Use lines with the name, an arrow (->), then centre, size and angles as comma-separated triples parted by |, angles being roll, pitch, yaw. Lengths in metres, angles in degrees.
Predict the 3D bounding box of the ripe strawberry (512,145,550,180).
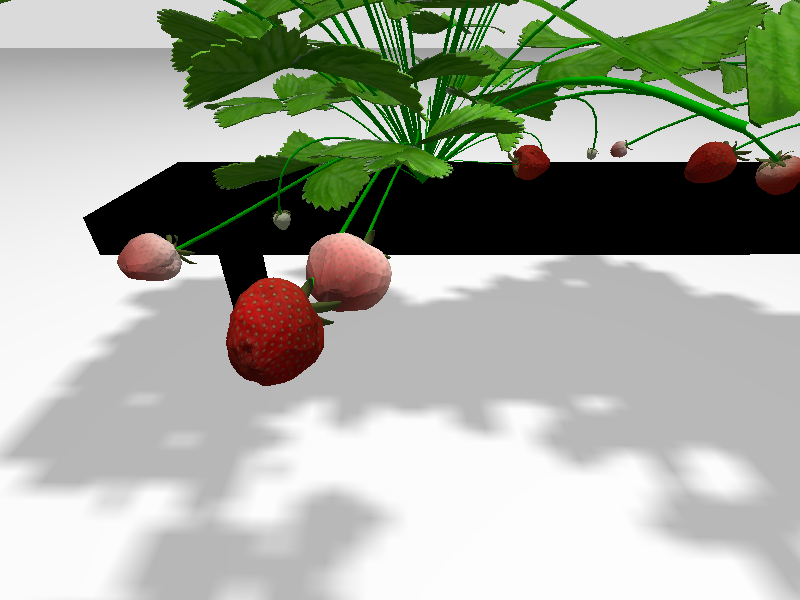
ripe strawberry -> 0.115, -0.120, 0.350 | 0.030, 0.029, 0.033 | -2, 34, -4

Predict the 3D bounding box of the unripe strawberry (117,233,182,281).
unripe strawberry -> -0.129, -0.020, 0.204 | 0.028, 0.026, 0.026 | 26, 42, 33

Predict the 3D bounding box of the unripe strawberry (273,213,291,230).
unripe strawberry -> -0.074, -0.050, 0.253 | 0.011, 0.011, 0.011 | 25, 41, 32

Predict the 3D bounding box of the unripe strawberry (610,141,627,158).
unripe strawberry -> 0.228, -0.157, 0.417 | 0.016, 0.016, 0.014 | -20, 22, 32

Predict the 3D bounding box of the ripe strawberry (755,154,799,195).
ripe strawberry -> 0.308, -0.100, 0.325 | 0.030, 0.031, 0.029 | -32, 25, 24

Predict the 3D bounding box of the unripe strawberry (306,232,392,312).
unripe strawberry -> -0.025, -0.011, 0.181 | 0.040, 0.034, 0.040 | 7, 35, 11

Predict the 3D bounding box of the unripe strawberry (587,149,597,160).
unripe strawberry -> 0.193, -0.147, 0.404 | 0.010, 0.010, 0.011 | -12, 36, -17

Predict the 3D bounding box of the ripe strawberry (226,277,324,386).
ripe strawberry -> -0.046, 0.013, 0.143 | 0.033, 0.038, 0.036 | 9, 35, 13

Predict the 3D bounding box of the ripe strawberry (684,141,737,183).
ripe strawberry -> 0.265, -0.115, 0.344 | 0.035, 0.035, 0.033 | -30, 29, 18
